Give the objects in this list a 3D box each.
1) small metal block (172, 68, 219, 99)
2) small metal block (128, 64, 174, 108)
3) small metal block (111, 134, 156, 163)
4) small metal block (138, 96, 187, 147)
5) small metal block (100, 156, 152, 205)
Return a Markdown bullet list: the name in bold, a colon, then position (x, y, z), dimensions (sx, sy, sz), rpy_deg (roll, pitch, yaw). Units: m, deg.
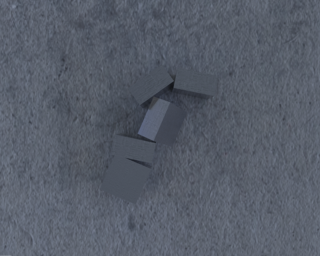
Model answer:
- **small metal block**: position (0.043, -0.056, 0.398), dimensions (0.050, 0.050, 0.025), rpy_deg (11, 90, -1)
- **small metal block**: position (-0.011, -0.052, 0.397), dimensions (0.050, 0.050, 0.025), rpy_deg (-36, 89, 0)
- **small metal block**: position (-0.032, 0.025, 0.397), dimensions (0.050, 0.050, 0.025), rpy_deg (12, 90, -1)
- **small metal block**: position (0.004, -0.007, 0.395), dimensions (0.025, 0.050, 0.050), rpy_deg (23, 90, 31)
- **small metal block**: position (-0.044, 0.065, 0.409), dimensions (0.050, 0.025, 0.050), rpy_deg (23, 90, -1)
